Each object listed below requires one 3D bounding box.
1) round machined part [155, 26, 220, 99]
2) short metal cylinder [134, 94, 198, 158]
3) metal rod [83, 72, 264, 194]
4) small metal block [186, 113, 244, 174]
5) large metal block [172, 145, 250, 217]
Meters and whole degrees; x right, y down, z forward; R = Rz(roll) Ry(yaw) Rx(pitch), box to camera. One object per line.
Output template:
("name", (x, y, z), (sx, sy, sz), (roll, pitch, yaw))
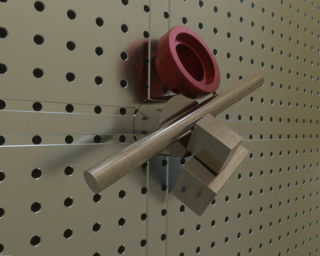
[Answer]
("round machined part", (0.033, -0.082, 0.412), (0.099, 0.042, 0.098), (25, 52, -35))
("short metal cylinder", (0.014, -0.003, 0.406), (0.081, 0.050, 0.079), (0, 90, -40))
("metal rod", (0.041, -0.011, 0.380), (0.302, 0.025, 0.025), (-31, 109, -36))
("small metal block", (0.064, 0.019, 0.369), (0.025, 0.050, 0.050), (-37, 155, -34))
("large metal block", (0.067, 0.062, 0.421), (0.080, 0.050, 0.080), (-43, 161, -32))
